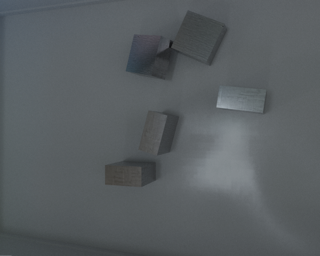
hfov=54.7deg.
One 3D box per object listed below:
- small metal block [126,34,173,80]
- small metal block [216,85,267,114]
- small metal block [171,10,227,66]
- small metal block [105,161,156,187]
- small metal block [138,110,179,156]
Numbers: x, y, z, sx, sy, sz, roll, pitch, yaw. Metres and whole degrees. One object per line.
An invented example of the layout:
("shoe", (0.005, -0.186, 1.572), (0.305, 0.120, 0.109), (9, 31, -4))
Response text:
("small metal block", (-0.014, -0.093, 0.405), (0.050, 0.025, 0.050), (18, 97, 42))
("small metal block", (0.097, -0.032, 0.363), (0.050, 0.050, 0.025), (8, 93, 19))
("small metal block", (0.050, -0.113, 0.392), (0.050, 0.025, 0.050), (27, 99, 17))
("small metal block", (-0.038, 0.060, 0.410), (0.050, 0.050, 0.025), (0, 90, 19))
("small metal block", (0.000, 0.006, 0.397), (0.025, 0.050, 0.050), (16, 96, 19))
